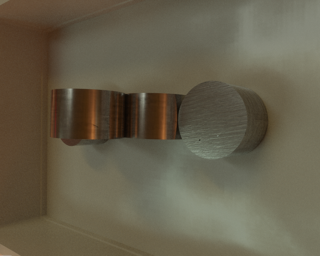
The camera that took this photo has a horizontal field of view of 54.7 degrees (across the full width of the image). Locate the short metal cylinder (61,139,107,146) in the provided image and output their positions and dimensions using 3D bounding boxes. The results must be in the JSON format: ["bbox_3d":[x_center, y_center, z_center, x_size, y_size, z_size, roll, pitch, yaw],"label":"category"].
[{"bbox_3d":[-0.118,-0.013,0.486,0.080,0.050,0.080,0,90,40],"label":"short metal cylinder"}]

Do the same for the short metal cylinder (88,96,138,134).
[{"bbox_3d":[-0.066,-0.016,0.423,0.080,0.081,0.050,2,92,40],"label":"short metal cylinder"}]

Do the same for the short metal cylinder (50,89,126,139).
[{"bbox_3d":[-0.080,-0.015,0.345,0.080,0.081,0.050,2,92,40],"label":"short metal cylinder"}]

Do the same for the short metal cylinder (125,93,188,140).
[{"bbox_3d":[-0.004,-0.014,0.372,0.080,0.081,0.050,2,92,40],"label":"short metal cylinder"}]

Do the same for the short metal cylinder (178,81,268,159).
[{"bbox_3d":[0.067,-0.008,0.333,0.080,0.050,0.080,0,90,40],"label":"short metal cylinder"}]
